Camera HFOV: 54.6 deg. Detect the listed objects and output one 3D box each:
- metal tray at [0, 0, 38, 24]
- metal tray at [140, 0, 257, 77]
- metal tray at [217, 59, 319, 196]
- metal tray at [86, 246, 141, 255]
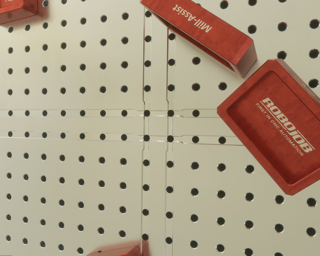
[{"bbox_3d":[-0.247,-0.242,0.498,0.090,0.030,0.129,-6,88,20],"label":"metal tray"},{"bbox_3d":[0.048,-0.113,0.361,0.130,0.090,0.030,38,103,16],"label":"metal tray"},{"bbox_3d":[0.138,-0.002,0.346,0.130,0.030,0.090,52,124,12],"label":"metal tray"},{"bbox_3d":[-0.058,0.239,0.431,0.090,0.030,0.129,-17,84,19],"label":"metal tray"}]
